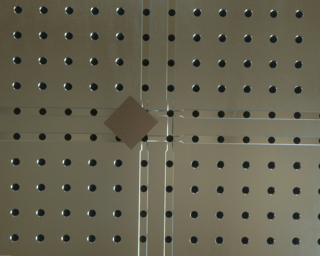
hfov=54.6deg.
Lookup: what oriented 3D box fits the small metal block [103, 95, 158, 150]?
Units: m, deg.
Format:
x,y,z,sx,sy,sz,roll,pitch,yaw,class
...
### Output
x,y,z,sx,sy,sz,roll,pitch,yaw,class
-0.038,-0.007,0.413,0.050,0.025,0.050,44,90,0,small metal block
